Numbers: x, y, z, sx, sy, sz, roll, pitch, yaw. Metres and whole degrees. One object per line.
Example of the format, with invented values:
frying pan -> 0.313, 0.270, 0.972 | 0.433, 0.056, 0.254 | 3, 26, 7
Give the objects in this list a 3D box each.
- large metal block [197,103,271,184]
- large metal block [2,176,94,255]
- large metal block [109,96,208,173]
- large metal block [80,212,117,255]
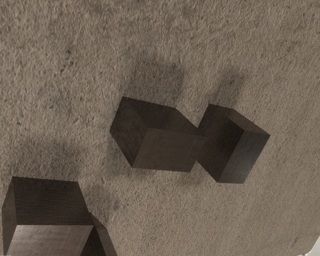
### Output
large metal block -> 0.094, 0.022, 0.438 | 0.050, 0.080, 0.079 | 9, 114, -33
large metal block -> -0.134, 0.104, 0.363 | 0.081, 0.080, 0.050 | 13, 112, -34
large metal block -> -0.005, 0.008, 0.375 | 0.081, 0.080, 0.050 | 10, 113, -33
large metal block -> -0.108, 0.178, 0.424 | 0.080, 0.080, 0.050 | -33, 129, -7
